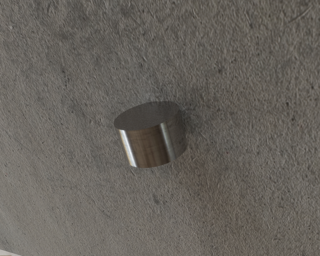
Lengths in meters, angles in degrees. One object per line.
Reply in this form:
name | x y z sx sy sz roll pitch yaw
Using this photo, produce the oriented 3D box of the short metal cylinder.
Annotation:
short metal cylinder | -0.011 0.006 0.381 0.080 0.080 0.050 -1 118 28
